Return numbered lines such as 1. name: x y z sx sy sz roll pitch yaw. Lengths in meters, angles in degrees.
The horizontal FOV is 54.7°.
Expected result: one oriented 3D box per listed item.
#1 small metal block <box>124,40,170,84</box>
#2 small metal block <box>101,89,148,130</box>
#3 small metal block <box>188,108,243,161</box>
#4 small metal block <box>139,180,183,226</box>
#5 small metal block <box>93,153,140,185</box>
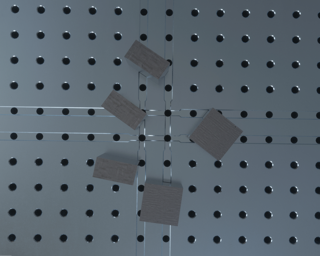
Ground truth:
1. small metal block: -0.016 -0.083 0.401 0.050 0.050 0.025 34 90 -1
2. small metal block: -0.044 -0.022 0.400 0.050 0.050 0.025 36 90 -1
3. small metal block: 0.073 0.008 0.414 0.050 0.025 0.050 38 90 -1
4. small metal block: 0.002 0.099 0.414 0.050 0.025 0.050 8 90 -1
5. small metal block: -0.055 0.052 0.400 0.050 0.050 0.025 12 90 -1
